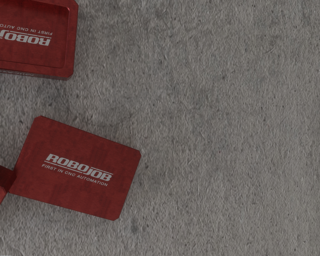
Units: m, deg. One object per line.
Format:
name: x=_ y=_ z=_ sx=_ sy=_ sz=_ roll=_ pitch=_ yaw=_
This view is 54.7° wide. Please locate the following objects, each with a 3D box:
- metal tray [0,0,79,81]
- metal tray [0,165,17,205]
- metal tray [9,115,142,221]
metal tray: x=-0.162 y=-0.106 z=0.345 sx=0.131 sy=0.030 sz=0.089 roll=5 pitch=89 yaw=-20
metal tray: x=-0.224 y=0.056 z=0.302 sx=0.131 sy=0.030 sz=0.090 roll=30 pitch=109 yaw=-17
metal tray: x=-0.099 y=0.049 z=0.370 sx=0.131 sy=0.030 sz=0.090 roll=22 pitch=83 yaw=-19
